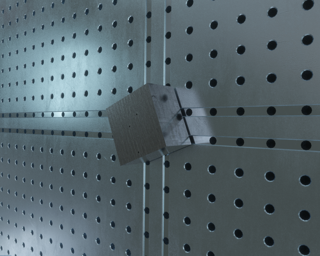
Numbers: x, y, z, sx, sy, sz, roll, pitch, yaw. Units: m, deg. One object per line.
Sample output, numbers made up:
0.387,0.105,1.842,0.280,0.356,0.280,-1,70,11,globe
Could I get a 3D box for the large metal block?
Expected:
-0.017,-0.003,0.401,0.080,0.050,0.080,-26,74,36,large metal block
